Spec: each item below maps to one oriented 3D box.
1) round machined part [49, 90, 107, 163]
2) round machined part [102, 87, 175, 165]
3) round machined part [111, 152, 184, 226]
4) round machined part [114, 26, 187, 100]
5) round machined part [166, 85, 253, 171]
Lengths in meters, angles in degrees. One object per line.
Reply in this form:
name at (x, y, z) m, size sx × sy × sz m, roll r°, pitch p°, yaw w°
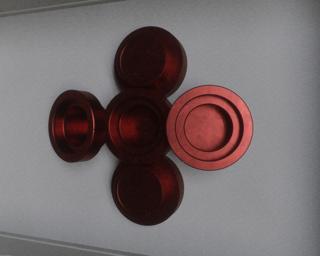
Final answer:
round machined part at (-0.108, -0.002, 0.429) m, size 0.098 × 0.042 × 0.097 m, roll 0°, pitch 90°, yaw 37°
round machined part at (-0.023, -0.002, 0.407) m, size 0.098 × 0.042 × 0.097 m, roll 0°, pitch 90°, yaw 20°
round machined part at (-0.021, 0.080, 0.407) m, size 0.098 × 0.042 × 0.097 m, roll 0°, pitch 90°, yaw 20°
round machined part at (-0.017, -0.085, 0.406) m, size 0.098 × 0.042 × 0.097 m, roll 0°, pitch 90°, yaw 20°
round machined part at (0.057, 0.000, 0.371) m, size 0.099 × 0.042 × 0.097 m, roll 0°, pitch 90°, yaw 3°
